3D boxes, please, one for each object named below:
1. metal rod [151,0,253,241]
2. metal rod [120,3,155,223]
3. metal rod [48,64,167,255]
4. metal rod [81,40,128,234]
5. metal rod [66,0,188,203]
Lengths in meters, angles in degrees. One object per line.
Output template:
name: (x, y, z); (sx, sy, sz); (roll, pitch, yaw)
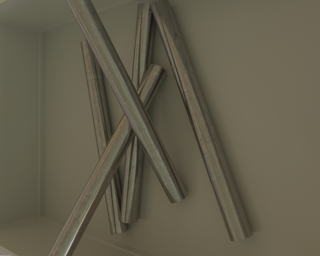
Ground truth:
metal rod: (0.044, -0.021, 0.368); (0.025, 0.025, 0.299); (-28, 73, 36)
metal rod: (-0.031, -0.017, 0.429); (0.025, 0.025, 0.298); (9, 95, 39)
metal rod: (-0.069, 0.054, 0.382); (0.025, 0.025, 0.299); (19, 77, 38)
metal rod: (-0.087, 0.007, 0.475); (0.025, 0.025, 0.298); (-18, 79, 38)
metal rod: (-0.042, -0.045, 0.366); (0.025, 0.025, 0.299); (-20, 101, 38)
